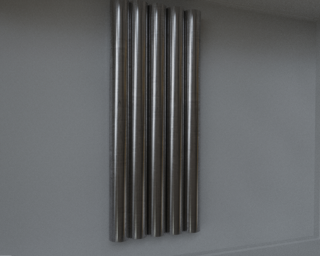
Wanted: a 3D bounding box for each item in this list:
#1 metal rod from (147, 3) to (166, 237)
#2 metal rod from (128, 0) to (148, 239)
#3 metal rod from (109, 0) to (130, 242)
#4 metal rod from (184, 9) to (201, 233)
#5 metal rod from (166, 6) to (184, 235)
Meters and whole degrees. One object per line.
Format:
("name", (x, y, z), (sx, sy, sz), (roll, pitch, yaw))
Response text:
("metal rod", (-0.005, -0.010, 0.407), (0.025, 0.025, 0.298), (0, 90, -20))
("metal rod", (-0.029, -0.010, 0.399), (0.025, 0.025, 0.298), (0, 90, -20))
("metal rod", (-0.051, -0.010, 0.390), (0.025, 0.025, 0.298), (0, 90, -20))
("metal rod", (0.043, -0.009, 0.425), (0.025, 0.025, 0.298), (0, 90, -20))
("metal rod", (0.020, -0.010, 0.416), (0.025, 0.025, 0.298), (0, 90, -20))
